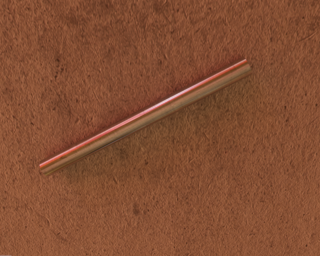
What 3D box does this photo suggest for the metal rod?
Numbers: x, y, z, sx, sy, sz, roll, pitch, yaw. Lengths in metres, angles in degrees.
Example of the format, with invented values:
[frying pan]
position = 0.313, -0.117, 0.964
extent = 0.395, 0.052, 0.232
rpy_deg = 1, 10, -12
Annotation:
[metal rod]
position = -0.025, -0.011, 0.405
extent = 0.300, 0.025, 0.025
rpy_deg = -26, 108, 9
